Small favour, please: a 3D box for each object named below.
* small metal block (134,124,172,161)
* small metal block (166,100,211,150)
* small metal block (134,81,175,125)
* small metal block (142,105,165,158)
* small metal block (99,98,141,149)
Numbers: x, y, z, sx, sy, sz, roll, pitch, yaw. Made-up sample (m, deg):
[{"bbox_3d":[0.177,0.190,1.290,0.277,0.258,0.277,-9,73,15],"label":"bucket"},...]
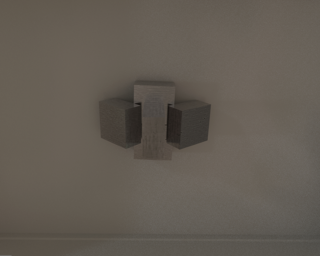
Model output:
[{"bbox_3d":[-0.009,0.015,0.414,0.050,0.025,0.050,2,110,-1],"label":"small metal block"},{"bbox_3d":[0.036,-0.005,0.395,0.050,0.025,0.050,-15,116,-37],"label":"small metal block"},{"bbox_3d":[-0.008,-0.032,0.396,0.050,0.025,0.050,2,110,-2],"label":"small metal block"},{"bbox_3d":[-0.007,0.003,0.370,0.025,0.050,0.050,0,110,-1],"label":"small metal block"},{"bbox_3d":[-0.051,-0.007,0.392,0.050,0.025,0.050,19,117,39],"label":"small metal block"}]
